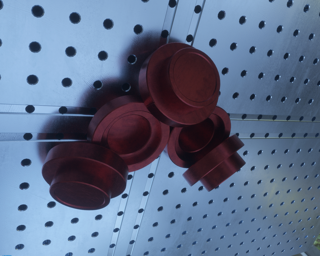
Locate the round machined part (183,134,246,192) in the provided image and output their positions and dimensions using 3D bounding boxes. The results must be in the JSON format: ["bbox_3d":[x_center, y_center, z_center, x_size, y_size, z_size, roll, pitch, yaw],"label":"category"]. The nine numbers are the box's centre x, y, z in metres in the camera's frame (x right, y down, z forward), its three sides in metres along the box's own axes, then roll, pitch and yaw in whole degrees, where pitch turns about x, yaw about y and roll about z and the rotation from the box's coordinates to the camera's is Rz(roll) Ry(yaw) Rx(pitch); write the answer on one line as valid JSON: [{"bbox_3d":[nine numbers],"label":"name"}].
[{"bbox_3d":[0.084,0.055,0.447,0.098,0.042,0.098,-36,167,-9],"label":"round machined part"}]

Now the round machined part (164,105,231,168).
[{"bbox_3d":[0.045,0.004,0.429,0.099,0.042,0.097,-14,125,-21],"label":"round machined part"}]

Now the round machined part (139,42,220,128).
[{"bbox_3d":[0.029,-0.052,0.352,0.099,0.042,0.098,6,78,-28],"label":"round machined part"}]

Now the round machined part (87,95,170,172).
[{"bbox_3d":[-0.041,0.004,0.380,0.099,0.042,0.097,-14,125,-21],"label":"round machined part"}]

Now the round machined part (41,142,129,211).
[{"bbox_3d":[-0.088,0.062,0.361,0.099,0.042,0.097,3,140,3],"label":"round machined part"}]
